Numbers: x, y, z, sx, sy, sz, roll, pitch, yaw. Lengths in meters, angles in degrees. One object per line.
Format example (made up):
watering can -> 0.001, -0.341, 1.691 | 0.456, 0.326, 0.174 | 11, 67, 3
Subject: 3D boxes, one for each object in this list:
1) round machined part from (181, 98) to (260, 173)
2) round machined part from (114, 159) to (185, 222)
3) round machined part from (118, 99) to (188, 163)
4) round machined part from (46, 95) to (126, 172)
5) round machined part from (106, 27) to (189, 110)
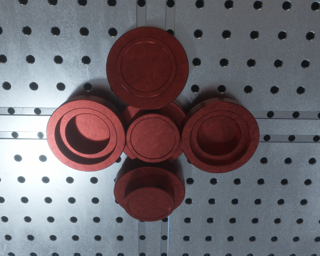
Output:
round machined part -> 0.076, 0.007, 0.407 | 0.099, 0.042, 0.097 | 0, 110, -1
round machined part -> -0.014, 0.091, 0.425 | 0.099, 0.042, 0.097 | 0, 125, 0
round machined part -> -0.009, 0.006, 0.405 | 0.099, 0.042, 0.097 | 0, 110, -1
round machined part -> -0.092, 0.004, 0.404 | 0.099, 0.042, 0.097 | 0, 110, -1
round machined part -> -0.015, -0.070, 0.366 | 0.099, 0.042, 0.097 | 0, 96, 1
